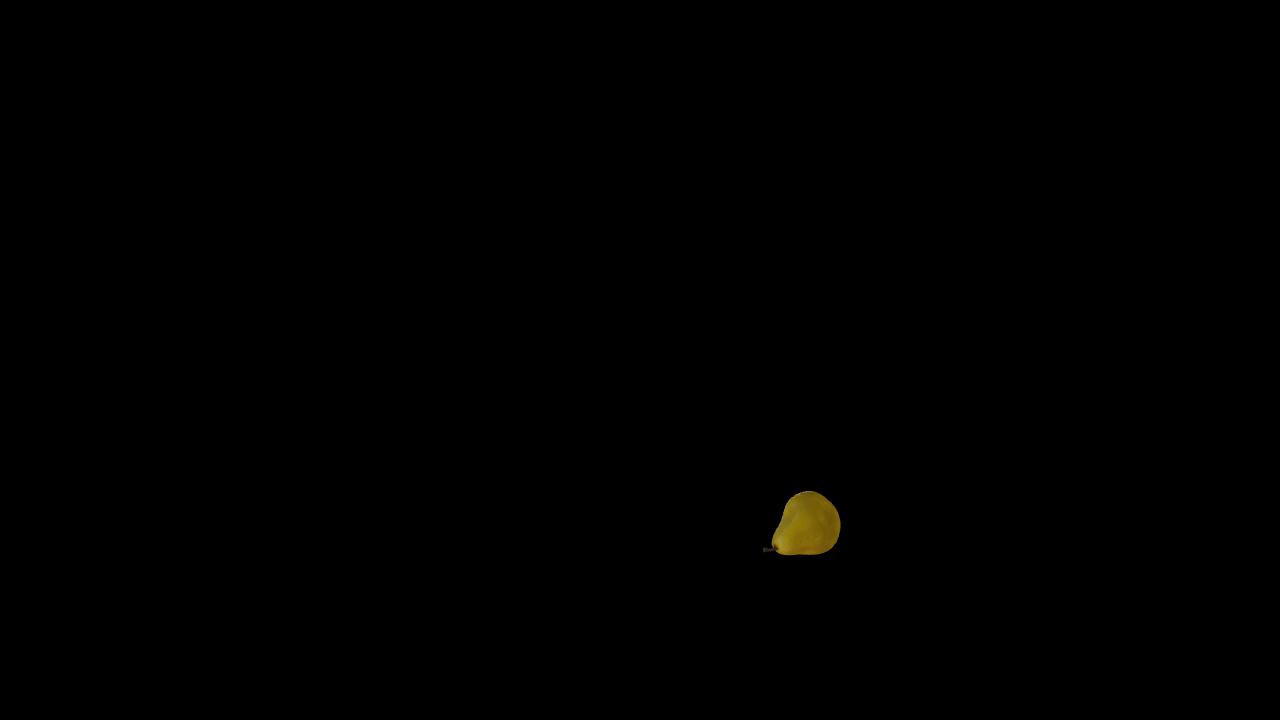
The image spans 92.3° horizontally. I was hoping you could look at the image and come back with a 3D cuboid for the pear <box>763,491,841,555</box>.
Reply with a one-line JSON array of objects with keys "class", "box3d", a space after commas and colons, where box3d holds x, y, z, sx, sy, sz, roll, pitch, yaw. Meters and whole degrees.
[{"class": "pear", "box3d": [0.200, 0.220, 0.774, 0.111, 0.080, 0.080, -35, 16, -23]}]
